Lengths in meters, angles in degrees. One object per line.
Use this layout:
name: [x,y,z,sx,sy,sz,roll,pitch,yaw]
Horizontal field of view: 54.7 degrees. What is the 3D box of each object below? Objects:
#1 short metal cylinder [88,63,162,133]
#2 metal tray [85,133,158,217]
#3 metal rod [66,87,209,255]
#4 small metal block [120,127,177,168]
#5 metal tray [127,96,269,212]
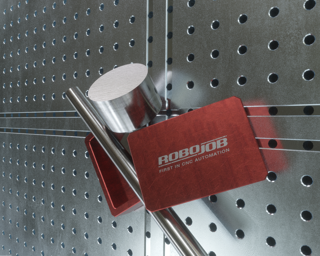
short metal cylinder: [-0.044,-0.039,0.397,0.080,0.080,0.050,11,139,39]
metal tray: [-0.054,0.049,0.445,0.090,0.030,0.130,-39,67,33]
metal rod: [-0.045,0.045,0.402,0.300,0.025,0.025,49,119,28]
small metal block: [-0.014,0.024,0.399,0.050,0.050,0.025,48,119,29]
metal tray: [0.038,0.030,0.336,0.130,0.030,0.090,-19,77,13]
